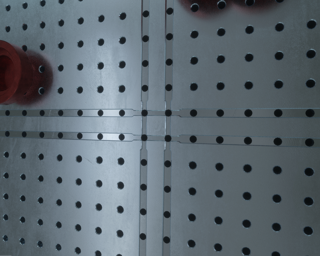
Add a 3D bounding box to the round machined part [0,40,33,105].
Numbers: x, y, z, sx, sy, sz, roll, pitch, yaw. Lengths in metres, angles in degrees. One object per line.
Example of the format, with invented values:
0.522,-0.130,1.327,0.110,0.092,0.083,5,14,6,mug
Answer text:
-0.242,-0.085,0.487,0.098,0.042,0.097,0,90,19,round machined part
